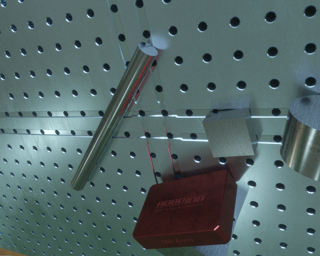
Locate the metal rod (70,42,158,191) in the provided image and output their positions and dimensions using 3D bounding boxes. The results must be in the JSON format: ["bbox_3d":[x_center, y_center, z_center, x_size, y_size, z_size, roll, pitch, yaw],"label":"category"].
[{"bbox_3d":[-0.080,0.004,0.453,0.025,0.025,0.298,37,129,3],"label":"metal rod"}]

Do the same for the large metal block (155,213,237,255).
[{"bbox_3d":[0.053,0.153,0.441,0.080,0.080,0.050,31,128,7],"label":"large metal block"}]

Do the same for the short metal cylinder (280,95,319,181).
[{"bbox_3d":[0.161,0.008,0.296,0.080,0.080,0.050,12,124,21],"label":"short metal cylinder"}]

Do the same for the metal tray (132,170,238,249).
[{"bbox_3d":[0.033,0.110,0.413,0.130,0.090,0.030,-18,122,33],"label":"metal tray"}]

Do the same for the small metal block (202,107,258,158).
[{"bbox_3d":[0.084,0.006,0.370,0.050,0.025,0.050,-7,115,31],"label":"small metal block"}]
